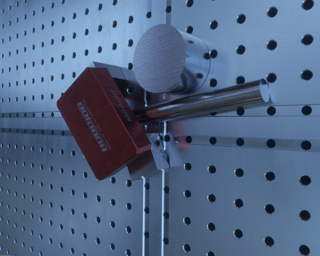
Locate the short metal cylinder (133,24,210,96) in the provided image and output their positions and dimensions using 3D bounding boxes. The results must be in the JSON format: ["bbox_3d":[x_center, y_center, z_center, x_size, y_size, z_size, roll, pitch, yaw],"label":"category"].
[{"bbox_3d":[0.013,-0.081,0.379,0.080,0.050,0.079,0,90,39],"label":"short metal cylinder"}]

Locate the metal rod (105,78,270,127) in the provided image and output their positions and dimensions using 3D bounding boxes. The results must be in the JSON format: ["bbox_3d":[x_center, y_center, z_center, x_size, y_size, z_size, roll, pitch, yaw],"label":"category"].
[{"bbox_3d":[-0.007,-0.019,0.413,0.300,0.025,0.025,-10,84,39],"label":"metal rod"}]

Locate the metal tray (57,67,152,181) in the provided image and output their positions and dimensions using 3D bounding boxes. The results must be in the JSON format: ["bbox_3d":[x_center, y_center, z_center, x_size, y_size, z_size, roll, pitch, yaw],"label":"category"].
[{"bbox_3d":[-0.079,-0.006,0.418,0.090,0.030,0.130,-37,79,34],"label":"metal tray"}]

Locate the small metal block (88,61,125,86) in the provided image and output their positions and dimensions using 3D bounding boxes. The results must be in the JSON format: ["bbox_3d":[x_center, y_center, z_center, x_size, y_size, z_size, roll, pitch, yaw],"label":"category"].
[{"bbox_3d":[-0.090,-0.071,0.464,0.050,0.050,0.025,-39,67,33],"label":"small metal block"}]

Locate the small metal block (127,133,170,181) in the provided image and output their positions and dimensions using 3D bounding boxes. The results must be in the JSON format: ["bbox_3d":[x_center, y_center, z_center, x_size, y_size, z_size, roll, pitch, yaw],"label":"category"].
[{"bbox_3d":[-0.021,0.040,0.423,0.050,0.025,0.050,-29,72,36],"label":"small metal block"}]
